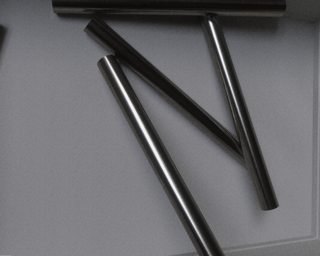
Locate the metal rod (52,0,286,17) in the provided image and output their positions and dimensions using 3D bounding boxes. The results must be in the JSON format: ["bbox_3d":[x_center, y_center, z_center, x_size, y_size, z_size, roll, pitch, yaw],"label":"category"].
[{"bbox_3d":[0.021,-0.158,0.398,0.302,0.025,0.025,-4,92,-13],"label":"metal rod"}]

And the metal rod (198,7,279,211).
[{"bbox_3d":[0.107,-0.032,0.433,0.025,0.025,0.298,-17,89,-20],"label":"metal rod"}]

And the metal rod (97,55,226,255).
[{"bbox_3d":[0.004,0.044,0.356,0.025,0.025,0.299,-25,77,-19],"label":"metal rod"}]

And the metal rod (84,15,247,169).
[{"bbox_3d":[0.027,-0.038,0.421,0.301,0.025,0.025,39,78,-16],"label":"metal rod"}]
